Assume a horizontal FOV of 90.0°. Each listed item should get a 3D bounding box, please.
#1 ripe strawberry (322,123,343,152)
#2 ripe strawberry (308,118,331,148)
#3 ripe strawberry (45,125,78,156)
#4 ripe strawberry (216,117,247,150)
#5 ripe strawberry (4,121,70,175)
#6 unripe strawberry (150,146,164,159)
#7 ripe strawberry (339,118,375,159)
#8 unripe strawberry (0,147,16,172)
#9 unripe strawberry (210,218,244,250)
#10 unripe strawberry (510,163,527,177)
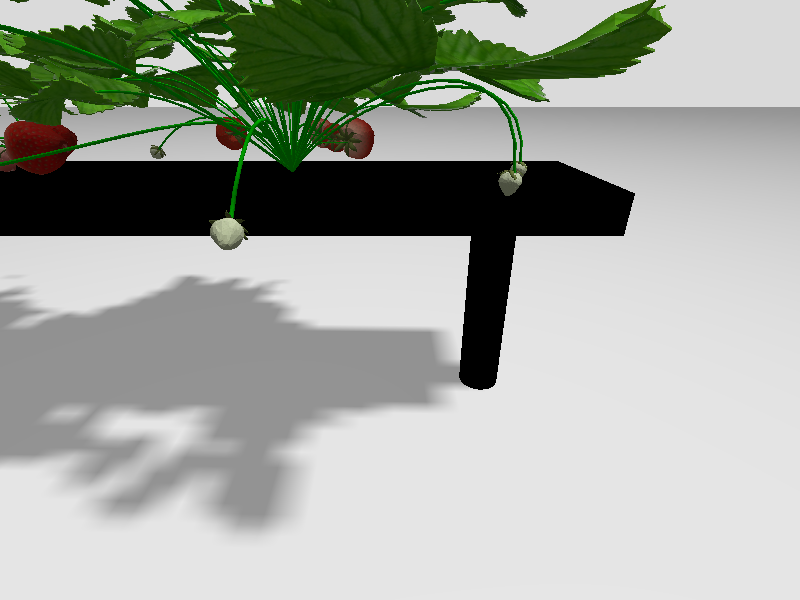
[{"bbox_3d":[-0.073,-0.185,0.457,0.029,0.031,0.031,3,27,6],"label":"ripe strawberry"},{"bbox_3d":[-0.097,-0.207,0.497,0.032,0.034,0.035,-1,27,-2],"label":"ripe strawberry"},{"bbox_3d":[-0.338,-0.157,0.391,0.035,0.037,0.033,-8,28,-17],"label":"ripe strawberry"},{"bbox_3d":[-0.201,-0.198,0.476,0.035,0.037,0.038,-17,31,-30],"label":"ripe strawberry"},{"bbox_3d":[-0.295,-0.125,0.330,0.042,0.041,0.039,0,27,0],"label":"ripe strawberry"},{"bbox_3d":[-0.243,-0.146,0.399,0.013,0.013,0.012,-23,12,35],"label":"unripe strawberry"},{"bbox_3d":[-0.041,-0.164,0.407,0.037,0.039,0.041,14,30,26],"label":"ripe strawberry"},{"bbox_3d":[-0.326,-0.114,0.328,0.020,0.019,0.018,-28,23,15],"label":"unripe strawberry"},{"bbox_3d":[-0.071,-0.026,0.163,0.013,0.014,0.014,-3,39,-5],"label":"unripe strawberry"},{"bbox_3d":[0.083,-0.090,0.281,0.011,0.011,0.011,9,28,17],"label":"unripe strawberry"}]
